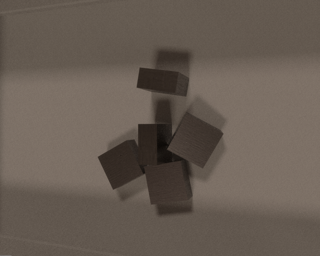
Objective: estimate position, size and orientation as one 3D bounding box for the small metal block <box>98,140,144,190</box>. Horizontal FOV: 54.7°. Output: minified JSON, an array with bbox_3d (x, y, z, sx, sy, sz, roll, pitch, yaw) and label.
[{"bbox_3d":[-0.050,0.050,0.427,0.050,0.025,0.050,-30,81,17],"label":"small metal block"}]

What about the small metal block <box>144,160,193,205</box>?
[{"bbox_3d":[0.011,0.070,0.406,0.050,0.025,0.050,-12,86,19],"label":"small metal block"}]

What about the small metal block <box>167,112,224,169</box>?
[{"bbox_3d":[0.043,0.015,0.387,0.050,0.025,0.050,28,99,-2],"label":"small metal block"}]

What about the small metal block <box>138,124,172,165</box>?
[{"bbox_3d":[-0.005,0.020,0.398,0.025,0.050,0.050,0,90,23],"label":"small metal block"}]

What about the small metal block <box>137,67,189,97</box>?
[{"bbox_3d":[0.005,-0.058,0.395,0.050,0.050,0.025,10,94,19],"label":"small metal block"}]
